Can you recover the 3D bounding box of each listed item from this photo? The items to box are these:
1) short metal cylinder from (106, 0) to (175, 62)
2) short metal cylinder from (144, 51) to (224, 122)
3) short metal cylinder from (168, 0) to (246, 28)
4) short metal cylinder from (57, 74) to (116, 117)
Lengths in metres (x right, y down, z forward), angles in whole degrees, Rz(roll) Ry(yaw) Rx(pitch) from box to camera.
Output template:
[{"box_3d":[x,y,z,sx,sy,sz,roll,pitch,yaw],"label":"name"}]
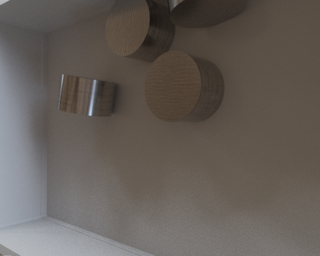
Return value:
[{"box_3d":[-0.027,-0.132,0.413,0.080,0.050,0.080,0,90,40],"label":"short metal cylinder"},{"box_3d":[0.028,-0.047,0.367,0.080,0.050,0.080,0,90,40],"label":"short metal cylinder"},{"box_3d":[0.047,-0.148,0.332,0.080,0.081,0.050,-12,82,39],"label":"short metal cylinder"},{"box_3d":[-0.109,-0.049,0.461,0.080,0.081,0.050,16,100,39],"label":"short metal cylinder"}]
